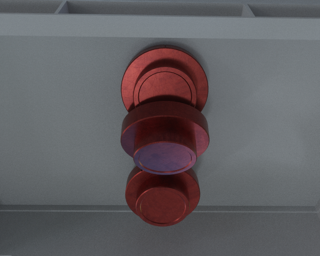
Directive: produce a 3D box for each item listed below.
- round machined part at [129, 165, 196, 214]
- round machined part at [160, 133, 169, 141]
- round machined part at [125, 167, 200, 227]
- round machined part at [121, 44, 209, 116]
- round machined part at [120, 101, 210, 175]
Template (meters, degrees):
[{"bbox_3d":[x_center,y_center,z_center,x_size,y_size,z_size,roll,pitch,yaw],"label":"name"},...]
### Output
[{"bbox_3d":[0.004,0.096,0.460,0.099,0.042,0.098,0,145,0],"label":"round machined part"},{"bbox_3d":[0.002,0.018,0.411,0.099,0.042,0.097,0,129,0],"label":"round machined part"},{"bbox_3d":[0.004,0.090,0.405,0.099,0.042,0.097,0,119,0],"label":"round machined part"},{"bbox_3d":[0.005,-0.041,0.347,0.099,0.042,0.097,0,114,-1],"label":"round machined part"},{"bbox_3d":[0.005,0.018,0.344,0.099,0.042,0.097,0,143,0],"label":"round machined part"}]
